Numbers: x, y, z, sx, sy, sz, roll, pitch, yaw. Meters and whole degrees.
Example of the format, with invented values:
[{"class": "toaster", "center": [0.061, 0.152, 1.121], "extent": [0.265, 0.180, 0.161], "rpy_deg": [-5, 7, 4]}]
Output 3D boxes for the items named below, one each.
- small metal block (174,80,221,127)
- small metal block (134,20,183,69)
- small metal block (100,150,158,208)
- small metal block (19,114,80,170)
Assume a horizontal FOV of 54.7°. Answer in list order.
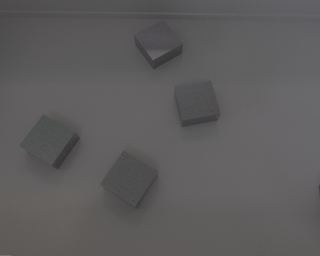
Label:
[{"class": "small metal block", "center": [0.050, -0.033, 0.422], "extent": [0.050, 0.025, 0.050], "rpy_deg": [-10, 70, -4]}, {"class": "small metal block", "center": [-0.002, -0.122, 0.454], "extent": [0.050, 0.025, 0.050], "rpy_deg": [-31, 73, -11]}, {"class": "small metal block", "center": [-0.037, 0.064, 0.386], "extent": [0.050, 0.025, 0.050], "rpy_deg": [31, 73, 10]}, {"class": "small metal block", "center": [-0.142, 0.018, 0.402], "extent": [0.050, 0.025, 0.050], "rpy_deg": [28, 72, 10]}]
